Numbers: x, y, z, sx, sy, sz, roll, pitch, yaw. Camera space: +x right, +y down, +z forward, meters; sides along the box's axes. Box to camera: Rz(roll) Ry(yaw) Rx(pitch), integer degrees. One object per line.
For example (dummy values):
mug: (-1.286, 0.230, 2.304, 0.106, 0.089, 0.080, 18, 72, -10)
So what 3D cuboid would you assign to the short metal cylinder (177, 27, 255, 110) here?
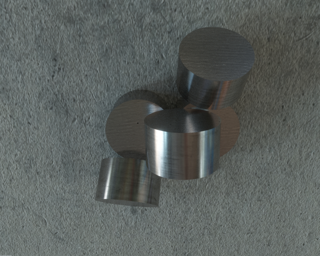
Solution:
short metal cylinder: (0.060, -0.067, 0.350, 0.081, 0.080, 0.050, 1, 148, -1)

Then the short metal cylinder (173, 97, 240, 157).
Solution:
short metal cylinder: (0.056, -0.006, 0.396, 0.081, 0.050, 0.079, 0, 110, -1)

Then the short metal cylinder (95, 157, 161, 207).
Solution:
short metal cylinder: (-0.039, 0.072, 0.401, 0.081, 0.080, 0.050, 7, 71, -3)

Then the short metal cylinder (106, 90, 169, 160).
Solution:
short metal cylinder: (-0.025, -0.004, 0.395, 0.081, 0.050, 0.079, 0, 110, -1)

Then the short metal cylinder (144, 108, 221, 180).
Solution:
short metal cylinder: (0.024, 0.014, 0.334, 0.081, 0.080, 0.050, -1, 110, 0)
